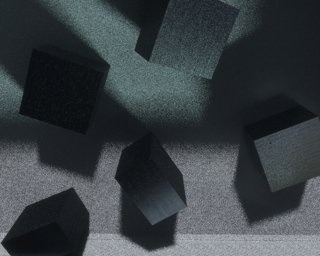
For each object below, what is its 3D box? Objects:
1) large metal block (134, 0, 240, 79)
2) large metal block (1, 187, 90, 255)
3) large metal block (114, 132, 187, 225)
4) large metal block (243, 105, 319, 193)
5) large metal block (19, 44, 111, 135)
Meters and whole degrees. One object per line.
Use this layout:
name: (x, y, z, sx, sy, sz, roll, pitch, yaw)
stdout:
large metal block: (0.028, -0.108, 0.344, 0.081, 0.050, 0.079, 10, 112, -28)
large metal block: (-0.154, 0.138, 0.431, 0.080, 0.080, 0.050, -23, 109, 8)
large metal block: (-0.010, 0.063, 0.405, 0.050, 0.080, 0.080, -31, 107, 11)
large metal block: (0.167, 0.027, 0.409, 0.080, 0.050, 0.080, -22, 109, 8)
large metal block: (-0.114, -0.048, 0.379, 0.080, 0.050, 0.079, 18, 109, -7)
